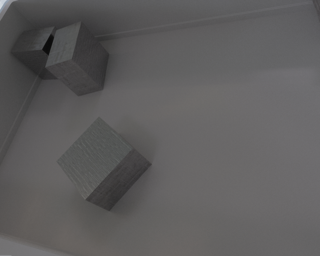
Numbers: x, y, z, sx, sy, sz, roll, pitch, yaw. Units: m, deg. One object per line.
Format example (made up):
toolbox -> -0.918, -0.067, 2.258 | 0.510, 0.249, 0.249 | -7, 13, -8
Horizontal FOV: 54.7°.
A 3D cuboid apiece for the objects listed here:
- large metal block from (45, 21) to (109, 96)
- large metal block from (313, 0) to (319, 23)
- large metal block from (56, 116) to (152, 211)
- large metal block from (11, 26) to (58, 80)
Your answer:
large metal block -> -0.132, -0.111, 0.508 | 0.050, 0.080, 0.080 | -11, 57, 22
large metal block -> 0.215, -0.153, 0.337 | 0.080, 0.080, 0.050 | -9, 48, 38
large metal block -> -0.072, 0.045, 0.400 | 0.080, 0.050, 0.080 | -48, 51, -5
large metal block -> -0.200, -0.131, 0.556 | 0.080, 0.080, 0.050 | 4, 64, 30
